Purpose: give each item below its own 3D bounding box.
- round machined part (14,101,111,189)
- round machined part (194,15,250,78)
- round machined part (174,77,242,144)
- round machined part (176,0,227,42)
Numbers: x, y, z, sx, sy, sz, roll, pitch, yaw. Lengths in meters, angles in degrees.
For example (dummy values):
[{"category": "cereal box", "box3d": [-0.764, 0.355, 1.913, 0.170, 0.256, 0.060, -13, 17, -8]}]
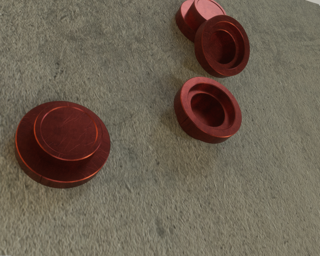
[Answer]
[{"category": "round machined part", "box3d": [-0.100, 0.012, 0.332, 0.099, 0.042, 0.098, 14, 56, -21]}, {"category": "round machined part", "box3d": [0.096, -0.130, 0.508, 0.099, 0.042, 0.097, 1, 88, -29]}, {"category": "round machined part", "box3d": [0.063, -0.021, 0.439, 0.099, 0.042, 0.098, 14, 56, -21]}, {"category": "round machined part", "box3d": [0.081, -0.195, 0.555, 0.099, 0.042, 0.098, 14, 56, -21]}]
